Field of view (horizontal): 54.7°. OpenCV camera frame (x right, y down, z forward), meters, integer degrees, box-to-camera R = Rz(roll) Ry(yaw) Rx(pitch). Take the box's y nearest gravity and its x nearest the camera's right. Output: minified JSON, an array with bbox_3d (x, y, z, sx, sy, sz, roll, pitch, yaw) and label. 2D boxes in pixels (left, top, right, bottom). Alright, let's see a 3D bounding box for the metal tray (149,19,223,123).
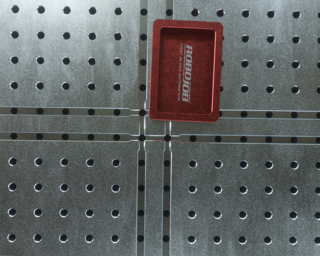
[{"bbox_3d":[0.033,-0.073,0.411,0.091,0.030,0.129,3,90,-1],"label":"metal tray"}]
